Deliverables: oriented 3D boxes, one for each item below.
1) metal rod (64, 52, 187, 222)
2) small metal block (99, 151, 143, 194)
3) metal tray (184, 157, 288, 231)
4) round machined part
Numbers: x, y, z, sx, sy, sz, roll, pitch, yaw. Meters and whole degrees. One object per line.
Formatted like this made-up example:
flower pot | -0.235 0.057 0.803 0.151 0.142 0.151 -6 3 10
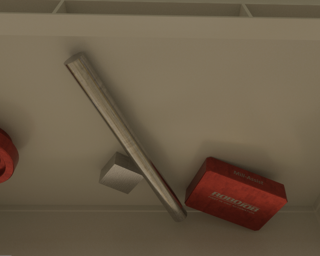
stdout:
metal rod | -0.032 0.032 0.421 0.025 0.025 0.299 -20 123 16
small metal block | -0.057 0.069 0.467 0.050 0.025 0.050 27 125 -21
metal tray | 0.115 0.105 0.482 0.131 0.030 0.089 21 127 -5
round machined part | -0.242 0.030 0.420 0.099 0.042 0.097 -1 130 -1
